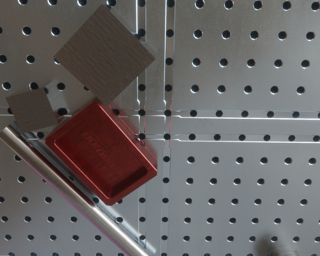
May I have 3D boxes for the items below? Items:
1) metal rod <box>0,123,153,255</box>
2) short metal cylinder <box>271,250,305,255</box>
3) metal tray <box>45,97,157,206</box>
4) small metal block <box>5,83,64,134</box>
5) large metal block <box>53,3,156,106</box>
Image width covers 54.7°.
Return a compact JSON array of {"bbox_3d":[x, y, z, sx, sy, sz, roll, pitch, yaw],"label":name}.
[{"bbox_3d":[-0.112,0.110,0.452,0.025,0.025,0.300,-38,106,12],"label":"metal rod"},{"bbox_3d":[0.210,0.245,0.493,0.081,0.050,0.079,0,110,-1],"label":"short metal cylinder"},{"bbox_3d":[-0.076,0.034,0.422,0.090,0.030,0.130,-36,107,12],"label":"metal tray"},{"bbox_3d":[-0.161,-0.026,0.402,0.050,0.025,0.050,-14,110,5],"label":"small metal block"},{"bbox_3d":[-0.062,-0.087,0.367,0.080,0.050,0.080,-42,105,13],"label":"large metal block"}]
